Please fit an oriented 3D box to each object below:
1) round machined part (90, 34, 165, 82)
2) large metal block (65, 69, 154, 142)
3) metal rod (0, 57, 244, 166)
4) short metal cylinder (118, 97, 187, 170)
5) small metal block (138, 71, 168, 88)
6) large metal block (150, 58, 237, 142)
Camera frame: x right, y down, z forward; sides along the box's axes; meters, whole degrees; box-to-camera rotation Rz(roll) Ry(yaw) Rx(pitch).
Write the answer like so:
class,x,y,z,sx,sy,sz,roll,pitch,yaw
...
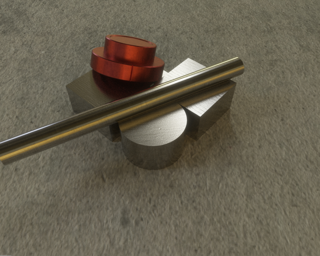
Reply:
class,x,y,z,sx,sy,sz,roll,pitch,yaw
round machined part,-0.042,-0.097,0.417,0.099,0.042,0.098,10,24,-4
large metal block,-0.065,-0.041,0.420,0.080,0.050,0.080,35,58,25
metal rod,-0.030,-0.028,0.362,0.302,0.025,0.025,-22,54,-18
short metal cylinder,-0.009,0.005,0.383,0.081,0.050,0.080,0,50,0
small metal block,-0.011,-0.063,0.457,0.050,0.025,0.050,35,58,25
large metal block,0.044,-0.041,0.424,0.080,0.050,0.080,34,58,25
